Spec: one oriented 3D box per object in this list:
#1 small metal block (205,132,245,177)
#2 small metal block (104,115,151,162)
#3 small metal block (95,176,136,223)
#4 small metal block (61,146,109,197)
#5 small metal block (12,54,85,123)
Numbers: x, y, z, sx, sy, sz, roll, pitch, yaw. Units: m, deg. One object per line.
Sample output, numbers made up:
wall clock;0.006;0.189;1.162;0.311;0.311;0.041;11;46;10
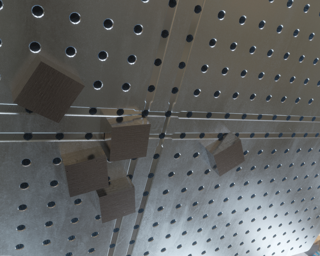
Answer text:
small metal block;0.105;0.042;0.497;0.050;0.025;0.050;-30;129;-10
small metal block;-0.043;0.013;0.397;0.050;0.025;0.050;-6;121;-26
small metal block;-0.063;0.102;0.441;0.050;0.025;0.050;-13;124;-22
small metal block;-0.095;0.055;0.395;0.050;0.025;0.050;-13;124;-22
small metal block;-0.116;-0.040;0.323;0.050;0.025;0.050;30;101;-38
